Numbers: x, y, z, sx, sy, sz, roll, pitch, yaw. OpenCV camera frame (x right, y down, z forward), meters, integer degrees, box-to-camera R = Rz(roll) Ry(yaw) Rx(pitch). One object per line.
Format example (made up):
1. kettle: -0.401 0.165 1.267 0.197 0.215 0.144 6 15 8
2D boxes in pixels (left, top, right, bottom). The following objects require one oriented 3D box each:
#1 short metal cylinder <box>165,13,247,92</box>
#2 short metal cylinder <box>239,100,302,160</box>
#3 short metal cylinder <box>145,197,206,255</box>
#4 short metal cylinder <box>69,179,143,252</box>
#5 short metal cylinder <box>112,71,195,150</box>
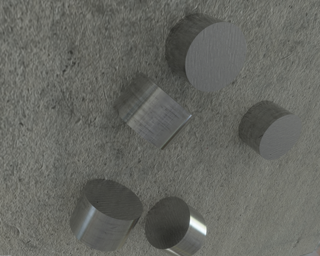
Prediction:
1. short metal cylinder: 0.053 -0.089 0.364 0.081 0.050 0.079 -14 124 -21
2. short metal cylinder: 0.172 0.003 0.486 0.081 0.050 0.079 -14 124 -21
3. short metal cylinder: 0.024 0.154 0.479 0.080 0.080 0.050 -44 129 2
4. short metal cylinder: -0.069 0.111 0.402 0.081 0.080 0.050 16 110 -35
5. short metal cylinder: -0.007 -0.020 0.355 0.050 0.080 0.080 -49 129 6
